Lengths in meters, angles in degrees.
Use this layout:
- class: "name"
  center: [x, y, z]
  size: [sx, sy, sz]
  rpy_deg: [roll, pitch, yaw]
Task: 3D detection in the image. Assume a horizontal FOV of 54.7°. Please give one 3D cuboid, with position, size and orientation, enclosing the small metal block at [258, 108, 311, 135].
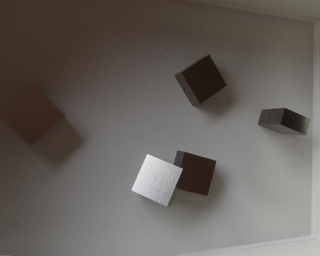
- class: "small metal block"
  center: [0.187, -0.009, 0.468]
  size: [0.050, 0.050, 0.025]
  rpy_deg: [19, 84, -19]

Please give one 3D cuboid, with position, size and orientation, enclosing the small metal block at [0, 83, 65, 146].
- class: "small metal block"
  center: [-0.147, -0.015, 0.357]
  size: [0.050, 0.025, 0.050]
  rpy_deg: [-46, 105, -15]

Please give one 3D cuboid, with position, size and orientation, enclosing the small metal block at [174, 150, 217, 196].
- class: "small metal block"
  center: [0.045, 0.062, 0.428]
  size: [0.050, 0.025, 0.050]
  rpy_deg: [17, 84, -20]

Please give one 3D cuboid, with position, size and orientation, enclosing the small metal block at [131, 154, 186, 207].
- class: "small metal block"
  center: [-0.001, 0.068, 0.398]
  size: [0.050, 0.025, 0.050]
  rpy_deg: [21, 81, 18]

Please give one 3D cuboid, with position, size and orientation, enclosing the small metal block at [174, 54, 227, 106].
- class: "small metal block"
  center: [0.057, -0.067, 0.433]
  size: [0.050, 0.025, 0.050]
  rpy_deg: [-36, 102, -17]
